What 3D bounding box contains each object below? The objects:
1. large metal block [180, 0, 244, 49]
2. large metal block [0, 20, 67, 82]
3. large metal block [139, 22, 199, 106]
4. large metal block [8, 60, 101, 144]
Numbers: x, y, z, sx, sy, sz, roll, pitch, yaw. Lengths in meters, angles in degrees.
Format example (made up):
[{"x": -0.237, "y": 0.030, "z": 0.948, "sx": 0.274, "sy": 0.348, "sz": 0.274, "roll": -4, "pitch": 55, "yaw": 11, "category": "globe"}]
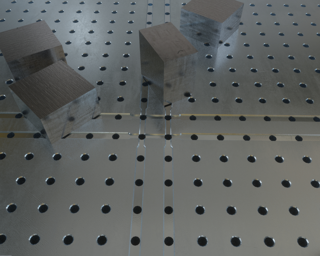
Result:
[{"x": 0.092, "y": -0.198, "z": 0.559, "sx": 0.080, "sy": 0.050, "sz": 0.080, "roll": 29, "pitch": 56, "yaw": 22, "category": "large metal block"}, {"x": -0.202, "y": -0.118, "z": 0.488, "sx": 0.081, "sy": 0.050, "sz": 0.080, "roll": -25, "pitch": 55, "yaw": -20, "category": "large metal block"}, {"x": 0.010, "y": -0.093, "z": 0.451, "sx": 0.050, "sy": 0.080, "sz": 0.080, "roll": -20, "pitch": 53, "yaw": -17, "category": "large metal block"}, {"x": -0.141, "y": -0.038, "z": 0.421, "sx": 0.080, "sy": 0.050, "sz": 0.080, "roll": -37, "pitch": 59, "yaw": -27, "category": "large metal block"}]
